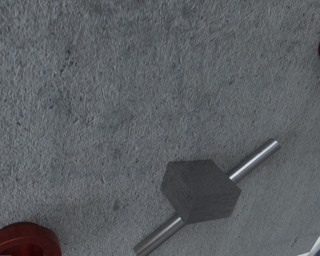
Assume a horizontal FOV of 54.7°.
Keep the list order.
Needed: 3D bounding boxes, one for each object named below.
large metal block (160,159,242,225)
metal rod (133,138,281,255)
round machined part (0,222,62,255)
[{"bbox_3d":[0.059,0.092,0.462,0.081,0.080,0.050,0,118,-29],"label":"large metal block"},{"bbox_3d":[0.082,0.119,0.527,0.301,0.025,0.025,-38,130,-3],"label":"metal rod"},{"bbox_3d":[-0.181,0.160,0.397,0.099,0.042,0.097,-14,125,-21],"label":"round machined part"}]
